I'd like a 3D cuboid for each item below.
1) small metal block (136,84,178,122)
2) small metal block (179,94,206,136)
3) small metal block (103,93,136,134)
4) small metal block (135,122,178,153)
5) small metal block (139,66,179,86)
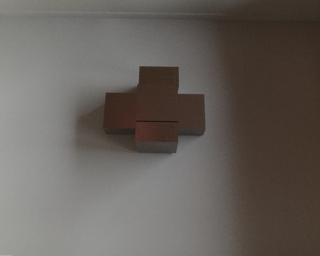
[{"bbox_3d":[-0.003,-0.028,0.390,0.050,0.025,0.050,1,70,0],"label":"small metal block"},{"bbox_3d":[0.033,-0.018,0.414,0.050,0.025,0.050,1,70,0],"label":"small metal block"},{"bbox_3d":[-0.047,-0.019,0.414,0.050,0.025,0.050,1,70,0],"label":"small metal block"},{"bbox_3d":[-0.004,0.013,0.388,0.050,0.050,0.025,1,70,0],"label":"small metal block"},{"bbox_3d":[-0.001,-0.059,0.415,0.050,0.050,0.025,1,70,0],"label":"small metal block"}]
